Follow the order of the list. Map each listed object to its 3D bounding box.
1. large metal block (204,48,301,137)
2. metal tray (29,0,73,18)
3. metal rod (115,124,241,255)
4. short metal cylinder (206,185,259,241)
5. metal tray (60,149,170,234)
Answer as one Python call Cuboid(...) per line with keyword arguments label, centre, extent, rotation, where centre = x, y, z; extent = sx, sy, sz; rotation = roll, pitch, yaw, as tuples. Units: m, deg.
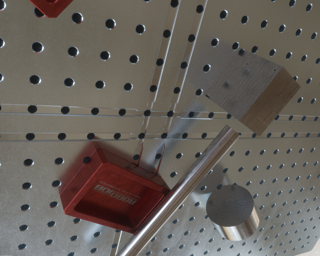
Cuboid(label="large metal block", centre=(0.119, -0.049, 0.410), extent=(0.050, 0.080, 0.080), rotation=(30, 102, -38))
Cuboid(label="metal tray", centre=(-0.108, -0.167, 0.245), extent=(0.090, 0.030, 0.130), rotation=(-45, 129, 3))
Cuboid(label="metal rod", centre=(0.009, 0.118, 0.449), extent=(0.025, 0.025, 0.299), rotation=(33, 100, -38))
Cuboid(label="short metal cylinder", centre=(0.126, 0.145, 0.534), extent=(0.080, 0.080, 0.050), rotation=(-34, 129, -6))
Cuboid(label="metal tray", centre=(-0.058, 0.093, 0.433), extent=(0.130, 0.030, 0.090), rotation=(33, 100, -38))
